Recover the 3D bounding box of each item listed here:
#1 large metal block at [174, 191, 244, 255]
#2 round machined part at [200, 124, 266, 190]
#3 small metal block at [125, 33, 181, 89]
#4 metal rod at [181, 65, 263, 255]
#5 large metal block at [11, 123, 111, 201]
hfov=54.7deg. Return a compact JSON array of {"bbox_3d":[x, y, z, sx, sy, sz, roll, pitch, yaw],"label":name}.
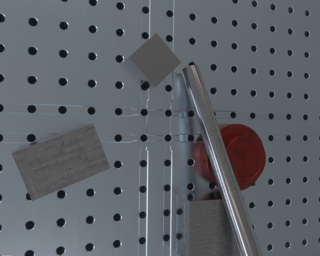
[{"bbox_3d":[0.066,0.132,0.424,0.081,0.050,0.079,1,90,-20],"label":"large metal block"},{"bbox_3d":[0.111,0.043,0.445,0.099,0.042,0.097,0,90,-20],"label":"round machined part"},{"bbox_3d":[-0.009,-0.087,0.409,0.050,0.025,0.050,-46,104,-14],"label":"small metal block"},{"bbox_3d":[0.083,0.059,0.400,0.025,0.025,0.299,-13,78,-20],"label":"metal rod"},{"bbox_3d":[-0.109,0.032,0.343,0.081,0.080,0.050,-22,98,-19],"label":"large metal block"}]
